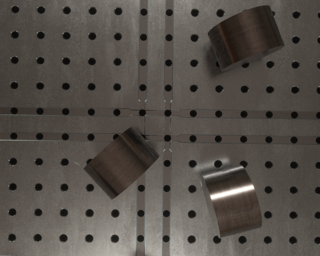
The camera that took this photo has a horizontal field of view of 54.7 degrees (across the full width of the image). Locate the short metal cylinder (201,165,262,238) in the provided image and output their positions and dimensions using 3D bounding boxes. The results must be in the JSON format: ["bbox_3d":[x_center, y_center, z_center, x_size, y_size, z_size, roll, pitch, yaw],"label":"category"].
[{"bbox_3d":[0.087,0.091,0.387,0.050,0.080,0.080,-15,90,0],"label":"short metal cylinder"}]

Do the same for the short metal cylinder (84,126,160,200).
[{"bbox_3d":[-0.047,0.042,0.385,0.080,0.080,0.050,-42,90,0],"label":"short metal cylinder"}]

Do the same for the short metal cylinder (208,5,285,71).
[{"bbox_3d":[0.107,-0.110,0.387,0.080,0.080,0.050,-20,90,0],"label":"short metal cylinder"}]
